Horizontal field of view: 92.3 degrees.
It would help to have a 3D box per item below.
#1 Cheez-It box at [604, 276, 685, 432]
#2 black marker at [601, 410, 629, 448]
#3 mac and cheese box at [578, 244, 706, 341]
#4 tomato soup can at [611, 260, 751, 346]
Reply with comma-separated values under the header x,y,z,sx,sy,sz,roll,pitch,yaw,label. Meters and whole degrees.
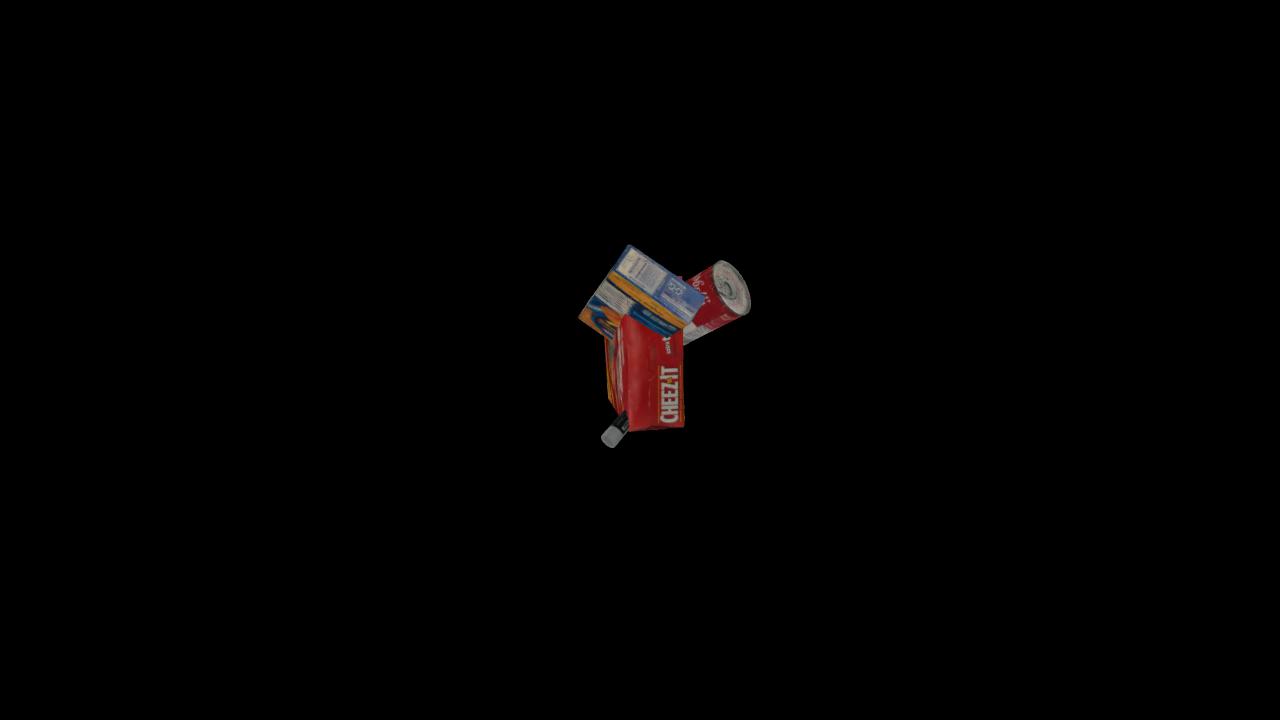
x,y,z,sx,sy,sz,roll,pitch,yaw,label
-0.001,-0.017,0.751,0.071,0.166,0.223,-3,5,-9,Cheez-It box
0.001,0.048,0.672,0.020,0.020,0.121,0,38,46,black marker
-0.006,-0.056,0.667,0.093,0.041,0.184,33,-17,-7,mac and cheese box
0.068,-0.062,0.710,0.101,0.068,0.068,-28,-18,39,tomato soup can
